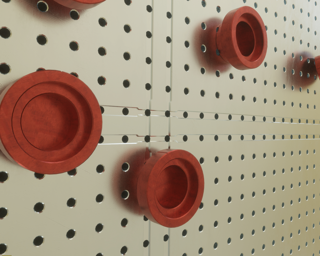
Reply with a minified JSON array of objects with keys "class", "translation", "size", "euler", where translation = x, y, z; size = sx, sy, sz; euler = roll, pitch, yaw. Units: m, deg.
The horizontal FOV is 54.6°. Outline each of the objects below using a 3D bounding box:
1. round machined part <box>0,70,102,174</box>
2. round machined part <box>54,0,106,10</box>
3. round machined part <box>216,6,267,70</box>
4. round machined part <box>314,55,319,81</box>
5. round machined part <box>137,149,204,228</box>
[{"class":"round machined part","translation":[-0.110,-0.006,0.305],"size":[0.099,0.042,0.097],"euler":[0,90,-40]},{"class":"round machined part","translation":[-0.092,-0.172,0.319],"size":[0.099,0.042,0.097],"euler":[0,90,-40]},{"class":"round machined part","translation":[0.130,-0.143,0.505],"size":[0.099,0.042,0.097],"euler":[0,90,-40]},{"class":"round machined part","translation":[0.384,-0.137,0.706],"size":[0.098,0.042,0.098],"euler":[23,60,-47]},{"class":"round machined part","translation":[0.009,0.076,0.405],"size":[0.099,0.042,0.097],"euler":[0,90,-40]}]
